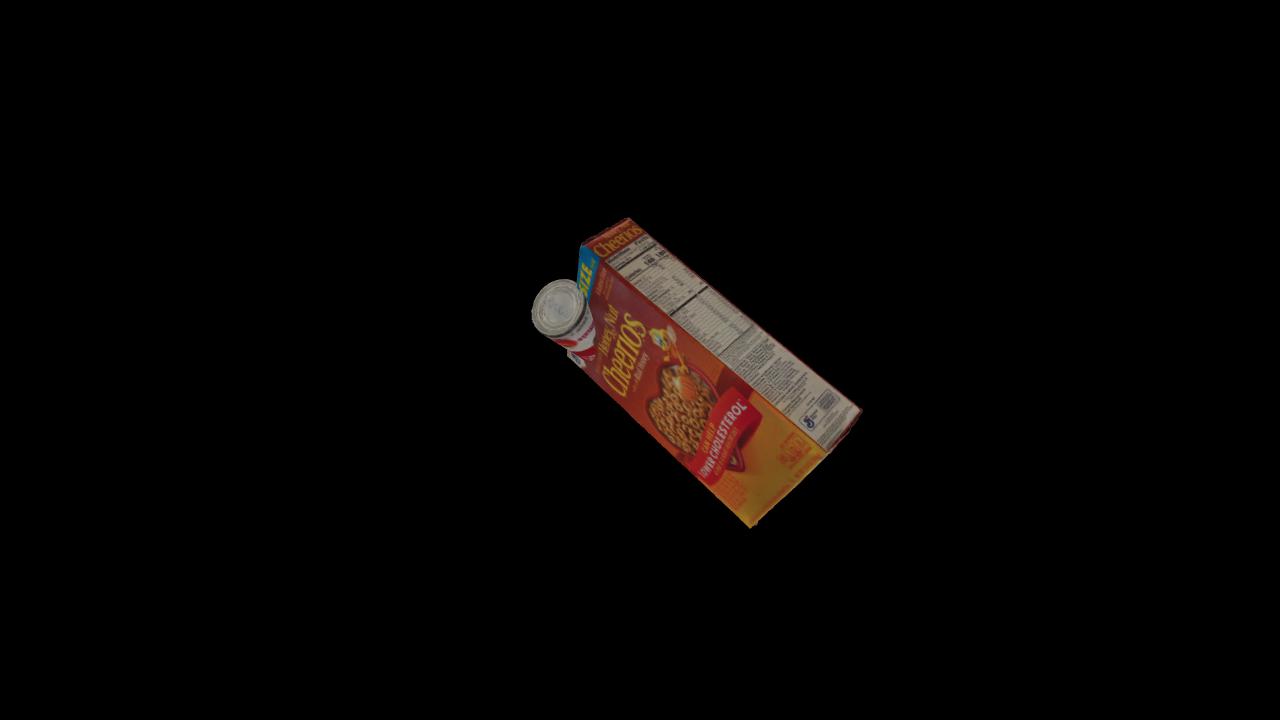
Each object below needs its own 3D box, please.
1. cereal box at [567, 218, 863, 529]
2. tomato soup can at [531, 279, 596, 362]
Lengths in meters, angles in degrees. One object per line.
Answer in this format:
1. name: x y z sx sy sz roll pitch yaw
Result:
1. cereal box: 0.053 0.020 0.654 0.081 0.306 0.203 -39 -17 -30
2. tomato soup can: -0.066 -0.042 0.688 0.068 0.068 0.101 0 -18 26
